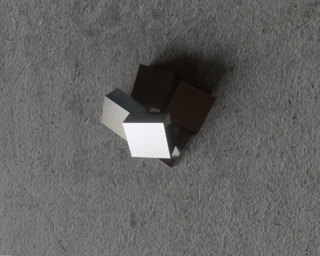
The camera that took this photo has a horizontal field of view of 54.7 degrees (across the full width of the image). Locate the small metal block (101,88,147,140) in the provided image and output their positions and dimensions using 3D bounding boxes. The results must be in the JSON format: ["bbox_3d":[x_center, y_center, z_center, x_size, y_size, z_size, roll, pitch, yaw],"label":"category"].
[{"bbox_3d":[-0.049,-0.017,0.414,0.050,0.025,0.050,35,137,15],"label":"small metal block"}]

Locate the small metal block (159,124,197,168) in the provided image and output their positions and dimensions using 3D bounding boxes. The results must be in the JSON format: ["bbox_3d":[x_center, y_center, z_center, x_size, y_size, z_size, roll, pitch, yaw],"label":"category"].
[{"bbox_3d":[0.011,0.016,0.406,0.050,0.025,0.050,34,101,16],"label":"small metal block"}]

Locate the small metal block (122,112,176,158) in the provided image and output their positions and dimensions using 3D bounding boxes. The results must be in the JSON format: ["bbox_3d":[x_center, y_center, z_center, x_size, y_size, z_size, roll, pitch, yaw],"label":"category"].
[{"bbox_3d":[-0.012,0.008,0.375,0.050,0.025,0.050,0,123,19],"label":"small metal block"}]

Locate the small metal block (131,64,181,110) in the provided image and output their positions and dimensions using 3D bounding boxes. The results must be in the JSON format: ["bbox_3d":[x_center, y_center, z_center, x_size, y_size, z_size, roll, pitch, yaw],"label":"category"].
[{"bbox_3d":[-0.006,-0.053,0.412,0.050,0.025,0.050,18,96,18],"label":"small metal block"}]

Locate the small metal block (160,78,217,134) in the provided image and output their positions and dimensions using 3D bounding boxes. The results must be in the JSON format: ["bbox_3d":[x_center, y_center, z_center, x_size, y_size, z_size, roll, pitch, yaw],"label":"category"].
[{"bbox_3d":[0.034,-0.028,0.386,0.050,0.025,0.050,24,99,-16],"label":"small metal block"}]
